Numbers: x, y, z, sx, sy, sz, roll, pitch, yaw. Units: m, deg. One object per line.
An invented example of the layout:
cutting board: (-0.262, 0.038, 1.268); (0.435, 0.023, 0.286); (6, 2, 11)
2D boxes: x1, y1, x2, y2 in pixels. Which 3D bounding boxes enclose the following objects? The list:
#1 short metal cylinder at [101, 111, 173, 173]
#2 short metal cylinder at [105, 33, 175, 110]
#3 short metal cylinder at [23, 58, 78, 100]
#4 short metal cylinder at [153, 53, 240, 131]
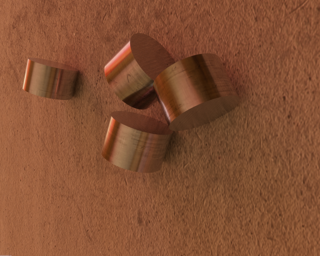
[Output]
short metal cylinder: (-0.029, 0.016, 0.394); (0.080, 0.081, 0.050); (28, 108, 36)
short metal cylinder: (-0.021, -0.070, 0.387); (0.050, 0.081, 0.080); (-35, 68, 34)
short metal cylinder: (-0.183, -0.083, 0.521); (0.080, 0.081, 0.050); (26, 107, 37)
short metal cylinder: (0.039, -0.037, 0.337); (0.080, 0.081, 0.050); (-33, 70, 35)
